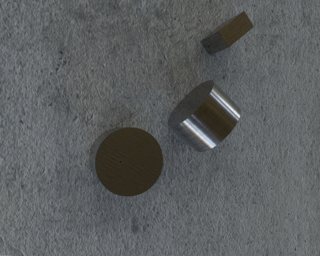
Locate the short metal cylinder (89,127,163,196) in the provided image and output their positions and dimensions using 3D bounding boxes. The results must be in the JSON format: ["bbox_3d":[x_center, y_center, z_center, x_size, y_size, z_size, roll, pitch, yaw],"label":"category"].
[{"bbox_3d":[-0.043,0.039,0.380,0.081,0.050,0.079,0,90,-20],"label":"short metal cylinder"}]

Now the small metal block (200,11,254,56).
[{"bbox_3d":[0.092,-0.130,0.429,0.050,0.050,0.025,-41,103,-15],"label":"small metal block"}]

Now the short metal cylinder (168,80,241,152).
[{"bbox_3d":[0.056,-0.015,0.400,0.050,0.080,0.080,42,77,-15],"label":"short metal cylinder"}]
